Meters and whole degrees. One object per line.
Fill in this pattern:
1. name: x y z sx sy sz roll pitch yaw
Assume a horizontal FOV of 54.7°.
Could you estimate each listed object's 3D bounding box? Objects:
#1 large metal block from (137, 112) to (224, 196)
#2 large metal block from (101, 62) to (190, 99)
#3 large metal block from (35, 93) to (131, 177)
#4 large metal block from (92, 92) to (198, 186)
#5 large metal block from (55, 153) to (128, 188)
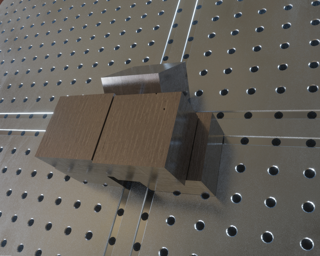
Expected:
1. large metal block: 0.024 0.030 0.360 0.080 0.050 0.080 -1 61 27
2. large metal block: -0.016 -0.052 0.404 0.080 0.050 0.080 1 20 28
3. large metal block: -0.085 0.008 0.362 0.080 0.050 0.080 0 62 28
4. large metal block: -0.013 0.011 0.324 0.080 0.050 0.080 0 62 28
5. large metal block: -0.080 0.030 0.415 0.080 0.050 0.080 2 62 28
